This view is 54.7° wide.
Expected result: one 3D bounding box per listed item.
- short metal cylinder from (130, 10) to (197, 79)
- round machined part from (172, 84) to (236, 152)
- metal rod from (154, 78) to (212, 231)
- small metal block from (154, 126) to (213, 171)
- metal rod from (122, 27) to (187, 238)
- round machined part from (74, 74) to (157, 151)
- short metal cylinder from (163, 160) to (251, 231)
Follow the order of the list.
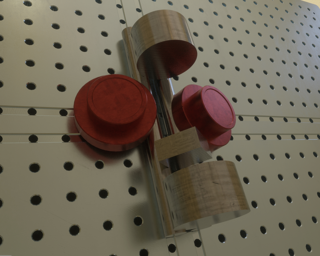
[{"bbox_3d":[0.004,-0.109,0.413,0.081,0.080,0.050,1,62,-28],"label":"short metal cylinder"},{"bbox_3d":[0.066,-0.020,0.428,0.099,0.042,0.098,26,47,-31],"label":"round machined part"},{"bbox_3d":[0.017,-0.015,0.425,0.025,0.025,0.299,1,61,-28],"label":"metal rod"},{"bbox_3d":[0.028,0.026,0.361,0.050,0.050,0.025,41,32,-60],"label":"small metal block"},{"bbox_3d":[-0.014,-0.013,0.407,0.025,0.025,0.299,1,61,-28],"label":"metal rod"},{"bbox_3d":[-0.052,-0.025,0.369,0.099,0.042,0.098,5,61,-10],"label":"round machined part"},{"bbox_3d":[0.048,0.073,0.326,0.081,0.080,0.050,1,62,-28],"label":"short metal cylinder"}]
